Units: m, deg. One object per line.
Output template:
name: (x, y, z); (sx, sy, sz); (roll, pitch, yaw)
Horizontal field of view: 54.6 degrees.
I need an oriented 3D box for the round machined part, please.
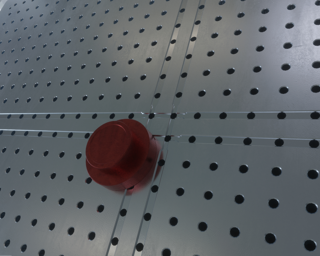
round machined part: (-0.058, 0.029, 0.411); (0.098, 0.042, 0.098); (-13, 56, 21)
